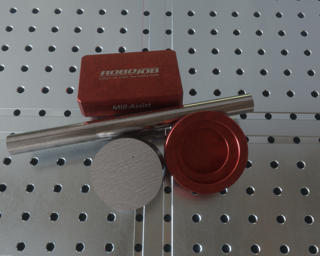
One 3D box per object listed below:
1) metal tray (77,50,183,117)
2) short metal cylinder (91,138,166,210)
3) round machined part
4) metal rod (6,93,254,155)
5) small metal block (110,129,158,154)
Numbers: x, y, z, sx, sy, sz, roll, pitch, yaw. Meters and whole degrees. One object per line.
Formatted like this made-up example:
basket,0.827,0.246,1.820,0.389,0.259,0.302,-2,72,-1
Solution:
metal tray,-0.039,-0.062,0.416,0.131,0.030,0.090,-4,51,-3
short metal cylinder,-0.035,0.051,0.367,0.080,0.050,0.079,0,88,5
round machined part,0.054,0.028,0.381,0.099,0.042,0.097,0,92,-4
metal rod,-0.032,-0.006,0.386,0.302,0.025,0.025,-10,71,-4
small metal block,-0.035,0.013,0.415,0.050,0.025,0.050,17,71,5
